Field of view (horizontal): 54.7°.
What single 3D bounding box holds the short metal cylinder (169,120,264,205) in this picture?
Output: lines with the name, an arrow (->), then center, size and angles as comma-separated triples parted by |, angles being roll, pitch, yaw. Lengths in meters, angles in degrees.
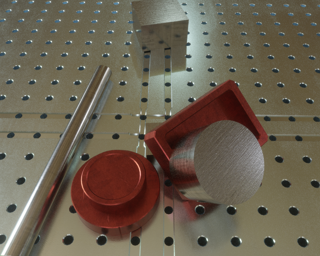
short metal cylinder -> 0.057, 0.036, 0.314 | 0.081, 0.050, 0.080 | 5, 78, -24

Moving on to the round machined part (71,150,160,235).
round machined part -> -0.049, 0.063, 0.343 | 0.099, 0.042, 0.098 | 0, 50, 0

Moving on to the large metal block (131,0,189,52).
large metal block -> -0.002, -0.185, 0.547 | 0.081, 0.050, 0.080 | -11, 51, -10

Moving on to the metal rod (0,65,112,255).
metal rod -> -0.116, 0.025, 0.384 | 0.025, 0.025, 0.300 | 9, 50, 7

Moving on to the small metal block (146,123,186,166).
small metal block -> 0.008, 0.020, 0.391 | 0.050, 0.025, 0.050 | -2, 50, -2

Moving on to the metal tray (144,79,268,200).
metal tray -> 0.058, 0.012, 0.364 | 0.131, 0.030, 0.090 | -35, 95, -26
